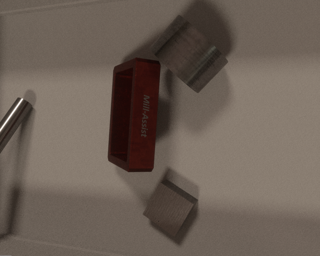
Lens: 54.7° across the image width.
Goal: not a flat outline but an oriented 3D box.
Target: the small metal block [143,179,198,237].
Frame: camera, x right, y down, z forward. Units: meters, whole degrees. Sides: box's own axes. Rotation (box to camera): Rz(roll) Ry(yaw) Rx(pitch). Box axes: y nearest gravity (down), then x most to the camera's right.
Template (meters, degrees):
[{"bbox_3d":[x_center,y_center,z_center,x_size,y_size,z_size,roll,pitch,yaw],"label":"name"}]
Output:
[{"bbox_3d":[0.014,0.104,0.405,0.050,0.025,0.050,31,100,17],"label":"small metal block"}]

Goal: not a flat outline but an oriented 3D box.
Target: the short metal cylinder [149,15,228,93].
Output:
[{"bbox_3d":[0.034,-0.087,0.368,0.080,0.080,0.050,46,103,14],"label":"short metal cylinder"}]

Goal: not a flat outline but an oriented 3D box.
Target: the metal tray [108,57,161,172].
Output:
[{"bbox_3d":[-0.035,-0.016,0.390,0.030,0.090,0.129,3,92,-25],"label":"metal tray"}]

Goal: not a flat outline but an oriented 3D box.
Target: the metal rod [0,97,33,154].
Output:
[{"bbox_3d":[-0.272,0.085,0.430,0.025,0.025,0.300,18,67,19],"label":"metal rod"}]
